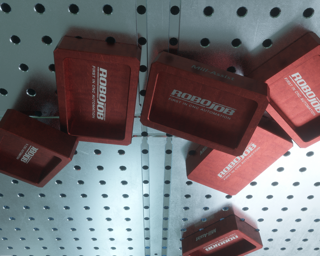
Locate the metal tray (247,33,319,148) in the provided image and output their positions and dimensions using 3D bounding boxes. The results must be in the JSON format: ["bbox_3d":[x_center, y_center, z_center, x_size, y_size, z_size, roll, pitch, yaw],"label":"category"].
[{"bbox_3d":[0.178,-0.039,0.376,0.090,0.030,0.130,-36,122,26],"label":"metal tray"}]

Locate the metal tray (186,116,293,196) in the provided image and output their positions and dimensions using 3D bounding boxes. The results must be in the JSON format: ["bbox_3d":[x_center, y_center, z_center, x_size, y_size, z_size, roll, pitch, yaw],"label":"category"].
[{"bbox_3d":[0.108,0.038,0.441,0.090,0.030,0.129,24,126,-19],"label":"metal tray"}]

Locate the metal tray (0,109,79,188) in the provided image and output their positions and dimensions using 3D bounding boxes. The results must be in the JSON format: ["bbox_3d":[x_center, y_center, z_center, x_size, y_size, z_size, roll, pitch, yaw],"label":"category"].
[{"bbox_3d":[-0.175,0.033,0.411,0.090,0.030,0.129,28,141,-22],"label":"metal tray"}]

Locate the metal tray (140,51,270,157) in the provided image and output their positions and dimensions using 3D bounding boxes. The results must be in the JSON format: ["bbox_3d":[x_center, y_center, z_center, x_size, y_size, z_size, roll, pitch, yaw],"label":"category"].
[{"bbox_3d":[0.048,-0.026,0.362,0.130,0.030,0.089,19,129,5],"label":"metal tray"}]

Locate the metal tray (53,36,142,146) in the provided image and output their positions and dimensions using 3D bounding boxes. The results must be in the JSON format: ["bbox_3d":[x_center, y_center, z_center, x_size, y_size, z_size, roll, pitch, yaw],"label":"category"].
[{"bbox_3d":[-0.074,-0.038,0.374,0.091,0.030,0.129,6,130,-5],"label":"metal tray"}]

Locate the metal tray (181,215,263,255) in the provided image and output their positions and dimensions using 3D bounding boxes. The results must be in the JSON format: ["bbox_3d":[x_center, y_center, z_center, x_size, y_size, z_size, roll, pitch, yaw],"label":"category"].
[{"bbox_3d":[0.117,0.224,0.598,0.130,0.030,0.090,-37,121,27],"label":"metal tray"}]
